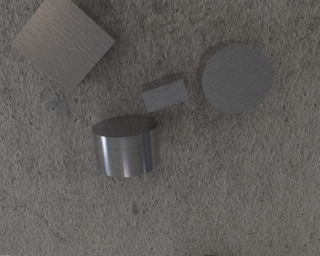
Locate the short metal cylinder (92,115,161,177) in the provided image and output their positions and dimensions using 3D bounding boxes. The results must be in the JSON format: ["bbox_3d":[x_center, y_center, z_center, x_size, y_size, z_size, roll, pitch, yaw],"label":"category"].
[{"bbox_3d":[-0.041,0.020,0.387,0.080,0.080,0.050,-4,110,1],"label":"short metal cylinder"}]

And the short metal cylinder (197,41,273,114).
[{"bbox_3d":[0.088,-0.063,0.374,0.081,0.050,0.079,0,110,0],"label":"short metal cylinder"}]

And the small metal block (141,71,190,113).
[{"bbox_3d":[0.006,-0.045,0.380,0.050,0.050,0.025,-19,109,6],"label":"small metal block"}]

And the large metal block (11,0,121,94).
[{"bbox_3d":[-0.105,-0.101,0.358,0.080,0.050,0.080,41,105,-14],"label":"large metal block"}]
